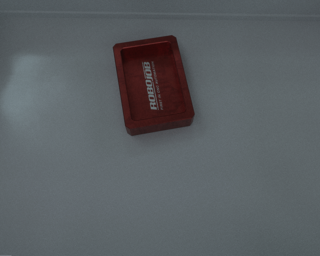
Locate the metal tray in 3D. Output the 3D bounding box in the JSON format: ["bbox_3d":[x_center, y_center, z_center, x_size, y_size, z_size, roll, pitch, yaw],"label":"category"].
[{"bbox_3d":[-0.011,-0.061,0.429,0.091,0.030,0.130,-10,70,-4],"label":"metal tray"}]
